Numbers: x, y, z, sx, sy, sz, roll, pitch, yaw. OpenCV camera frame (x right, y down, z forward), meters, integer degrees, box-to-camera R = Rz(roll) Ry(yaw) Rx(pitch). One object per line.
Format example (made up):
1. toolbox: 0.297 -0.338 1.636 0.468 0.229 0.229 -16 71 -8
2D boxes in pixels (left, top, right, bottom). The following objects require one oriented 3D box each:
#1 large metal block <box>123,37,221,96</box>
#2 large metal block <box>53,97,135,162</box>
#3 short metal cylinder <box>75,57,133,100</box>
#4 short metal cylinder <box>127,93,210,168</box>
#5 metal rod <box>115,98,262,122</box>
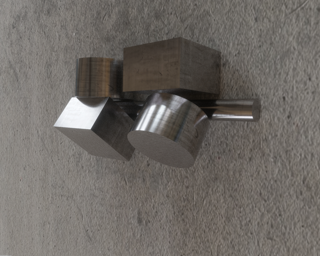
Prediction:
1. large metal block: 0.015 -0.065 0.358 0.080 0.081 0.050 2 92 40
2. large metal block: -0.084 0.001 0.432 0.080 0.080 0.050 4 58 39
3. short metal cylinder: -0.077 -0.067 0.434 0.080 0.081 0.050 5 93 40
4. short metal cylinder: 0.010 0.004 0.354 0.080 0.080 0.050 2 57 40
5. metal rod: -0.014 -0.025 0.420 0.300 0.025 0.025 3 92 39
